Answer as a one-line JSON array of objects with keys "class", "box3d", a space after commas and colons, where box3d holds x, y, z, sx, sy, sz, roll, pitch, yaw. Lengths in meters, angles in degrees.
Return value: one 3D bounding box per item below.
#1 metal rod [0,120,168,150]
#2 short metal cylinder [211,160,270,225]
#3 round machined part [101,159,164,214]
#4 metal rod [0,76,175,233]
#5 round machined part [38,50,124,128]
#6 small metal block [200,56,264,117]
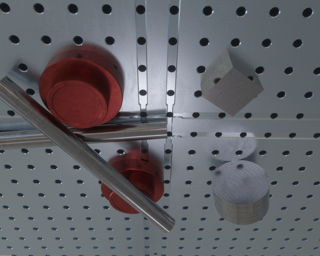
[{"class": "metal rod", "box3d": [-0.141, 0.012, 0.420, 0.302, 0.025, 0.025, -4, 130, 3]}, {"class": "short metal cylinder", "box3d": [0.119, 0.094, 0.456, 0.080, 0.080, 0.050, -9, 130, 7]}, {"class": "round machined part", "box3d": [-0.043, 0.097, 0.483, 0.099, 0.042, 0.097, 0, 130, 0]}, {"class": "metal rod", "box3d": [-0.086, 0.047, 0.409, 0.025, 0.025, 0.300, -34, 114, 25]}, {"class": "round machined part", "box3d": [-0.094, -0.038, 0.367, 0.099, 0.042, 0.097, 0, 130, 0]}, {"class": "small metal block", "box3d": [0.085, -0.048, 0.371, 0.050, 0.025, 0.050, 30, 124, -23]}]
